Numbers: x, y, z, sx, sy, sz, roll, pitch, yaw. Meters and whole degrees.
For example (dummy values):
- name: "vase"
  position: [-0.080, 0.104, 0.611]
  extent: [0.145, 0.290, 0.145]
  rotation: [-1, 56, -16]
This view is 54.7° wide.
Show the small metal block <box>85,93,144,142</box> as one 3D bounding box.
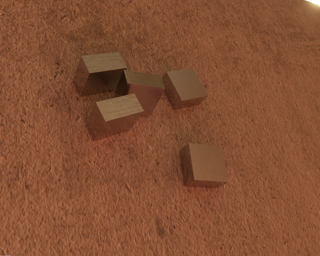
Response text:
- name: "small metal block"
  position: [-0.054, -0.012, 0.366]
  extent: [0.050, 0.050, 0.025]
  rotation: [-18, 72, -35]

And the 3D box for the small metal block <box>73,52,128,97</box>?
- name: "small metal block"
  position: [-0.076, -0.067, 0.387]
  extent: [0.050, 0.050, 0.025]
  rotation: [-16, 71, -35]

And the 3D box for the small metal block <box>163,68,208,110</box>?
- name: "small metal block"
  position: [0.035, -0.058, 0.458]
  extent: [0.050, 0.025, 0.050]
  rotation: [-14, 69, -34]

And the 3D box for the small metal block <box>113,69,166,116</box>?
- name: "small metal block"
  position: [-0.028, -0.044, 0.396]
  extent: [0.050, 0.050, 0.025]
  rotation: [4, 47, -26]

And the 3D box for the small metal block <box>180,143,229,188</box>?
- name: "small metal block"
  position: [0.057, 0.050, 0.404]
  extent: [0.050, 0.025, 0.050]
  rotation: [8, 58, -24]
